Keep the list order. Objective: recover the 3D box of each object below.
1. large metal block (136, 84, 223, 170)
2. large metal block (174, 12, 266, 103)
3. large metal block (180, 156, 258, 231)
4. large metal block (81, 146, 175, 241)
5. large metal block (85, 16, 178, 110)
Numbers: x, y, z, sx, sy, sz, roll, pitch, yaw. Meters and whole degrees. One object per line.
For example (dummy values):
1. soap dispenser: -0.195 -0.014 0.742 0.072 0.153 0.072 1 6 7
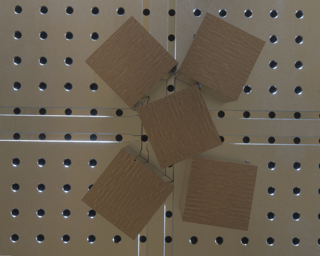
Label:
1. large metal block: 0.024 -0.002 0.400 0.080 0.050 0.080 -23 90 0
2. large metal block: 0.074 -0.087 0.400 0.080 0.050 0.080 26 90 -3
3. large metal block: 0.073 0.080 0.401 0.080 0.050 0.080 9 90 -1
4. large metal block: -0.039 0.080 0.399 0.080 0.050 0.080 38 90 0
5. large metal block: -0.034 -0.080 0.400 0.080 0.050 0.080 -44 90 0
